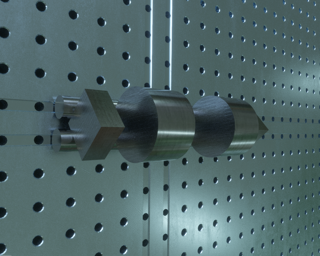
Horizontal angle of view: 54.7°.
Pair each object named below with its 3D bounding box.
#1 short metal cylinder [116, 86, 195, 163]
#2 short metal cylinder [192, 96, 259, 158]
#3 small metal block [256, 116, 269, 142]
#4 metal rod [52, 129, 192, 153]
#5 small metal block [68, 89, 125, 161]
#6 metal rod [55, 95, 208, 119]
[{"bbox_3d":[-0.008,-0.003,0.338,0.050,0.080,0.080,1,90,-40],"label":"short metal cylinder"},{"bbox_3d":[0.083,-0.002,0.414,0.050,0.080,0.080,1,90,-40],"label":"short metal cylinder"},{"bbox_3d":[0.126,0.000,0.469,0.025,0.050,0.050,1,49,-40],"label":"small metal block"},{"bbox_3d":[0.009,0.015,0.417,0.302,0.025,0.025,1,90,-40],"label":"metal rod"},{"bbox_3d":[-0.065,-0.003,0.309,0.025,0.050,0.050,1,47,-40],"label":"small metal block"},{"bbox_3d":[0.011,-0.020,0.419,0.302,0.025,0.025,1,90,-40],"label":"metal rod"}]
